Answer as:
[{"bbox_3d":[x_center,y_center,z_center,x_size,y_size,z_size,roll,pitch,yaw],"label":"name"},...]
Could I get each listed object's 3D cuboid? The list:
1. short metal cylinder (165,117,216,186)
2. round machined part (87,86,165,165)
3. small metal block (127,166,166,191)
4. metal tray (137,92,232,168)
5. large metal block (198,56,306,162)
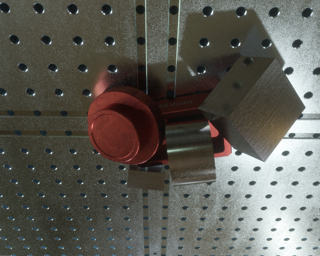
[{"bbox_3d":[0.037,0.029,0.379,0.050,0.080,0.080,-7,130,5],"label":"short metal cylinder"},{"bbox_3d":[-0.047,0.002,0.372,0.098,0.042,0.097,10,117,20],"label":"round machined part"},{"bbox_3d":[-0.020,0.069,0.446,0.050,0.050,0.025,6,96,-5],"label":"small metal block"},{"bbox_3d":[0.025,0.004,0.409,0.131,0.030,0.090,-9,130,7],"label":"metal tray"},{"bbox_3d":[0.104,-0.022,0.347,0.080,0.050,0.080,-51,121,-8],"label":"large metal block"}]
